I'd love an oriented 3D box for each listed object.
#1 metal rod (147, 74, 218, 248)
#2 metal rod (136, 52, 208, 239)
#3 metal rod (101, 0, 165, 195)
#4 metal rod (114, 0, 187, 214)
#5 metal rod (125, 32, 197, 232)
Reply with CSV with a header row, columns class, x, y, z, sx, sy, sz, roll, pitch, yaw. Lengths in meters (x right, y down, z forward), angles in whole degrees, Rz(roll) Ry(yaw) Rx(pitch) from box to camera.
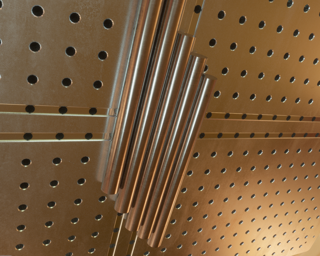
class,x,y,z,sx,sy,sz,roll,pitch,yaw
metal rod,0.026,0.063,0.466,0.025,0.025,0.298,1,118,-29
metal rod,0.010,0.041,0.443,0.025,0.025,0.298,1,118,-29
metal rod,-0.032,-0.047,0.365,0.025,0.025,0.298,1,118,-29
metal rod,-0.018,-0.014,0.393,0.025,0.025,0.298,1,118,-29
metal rod,-0.006,0.021,0.422,0.025,0.025,0.298,1,118,-29
